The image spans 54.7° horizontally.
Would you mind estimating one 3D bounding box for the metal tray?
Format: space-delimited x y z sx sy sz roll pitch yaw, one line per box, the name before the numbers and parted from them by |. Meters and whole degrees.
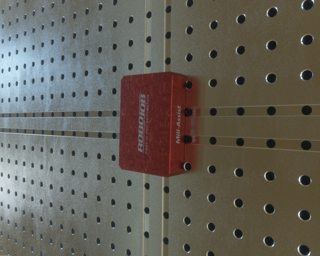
metal tray | -0.012 -0.006 0.413 0.090 0.030 0.129 3 92 39
